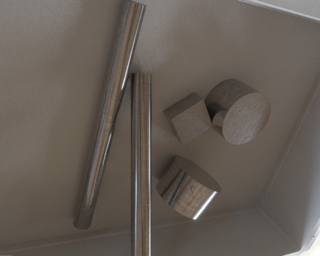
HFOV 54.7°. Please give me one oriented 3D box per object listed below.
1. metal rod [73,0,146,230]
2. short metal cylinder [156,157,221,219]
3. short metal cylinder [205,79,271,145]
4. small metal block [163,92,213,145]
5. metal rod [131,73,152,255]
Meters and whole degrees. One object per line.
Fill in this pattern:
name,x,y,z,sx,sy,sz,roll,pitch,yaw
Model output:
metal rod,-0.067,0.002,0.374,0.025,0.025,0.298,3,117,-30
short metal cylinder,0.041,0.085,0.451,0.080,0.080,0.050,26,104,-38
short metal cylinder,0.108,-0.023,0.439,0.081,0.050,0.079,-14,125,-21
small metal block,0.039,-0.013,0.424,0.050,0.025,0.050,-32,129,-8
metal rod,-0.022,0.085,0.370,0.025,0.025,0.298,-2,94,-28
